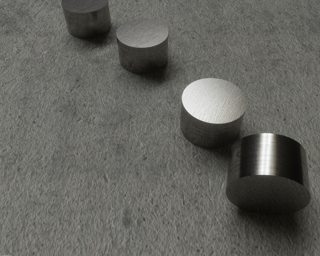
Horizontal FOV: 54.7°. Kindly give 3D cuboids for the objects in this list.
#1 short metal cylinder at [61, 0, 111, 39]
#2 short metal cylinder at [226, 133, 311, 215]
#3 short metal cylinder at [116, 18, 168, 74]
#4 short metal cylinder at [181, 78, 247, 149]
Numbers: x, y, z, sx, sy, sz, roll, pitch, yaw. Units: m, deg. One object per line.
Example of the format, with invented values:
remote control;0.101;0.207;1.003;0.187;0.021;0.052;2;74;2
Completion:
short metal cylinder;-0.131;-0.206;0.559;0.080;0.050;0.080;0;50;0
short metal cylinder;0.112;0.050;0.326;0.080;0.080;0.050;9;51;8
short metal cylinder;-0.027;-0.132;0.498;0.080;0.050;0.080;0;50;0
short metal cylinder;0.068;-0.020;0.404;0.080;0.050;0.080;0;50;0
